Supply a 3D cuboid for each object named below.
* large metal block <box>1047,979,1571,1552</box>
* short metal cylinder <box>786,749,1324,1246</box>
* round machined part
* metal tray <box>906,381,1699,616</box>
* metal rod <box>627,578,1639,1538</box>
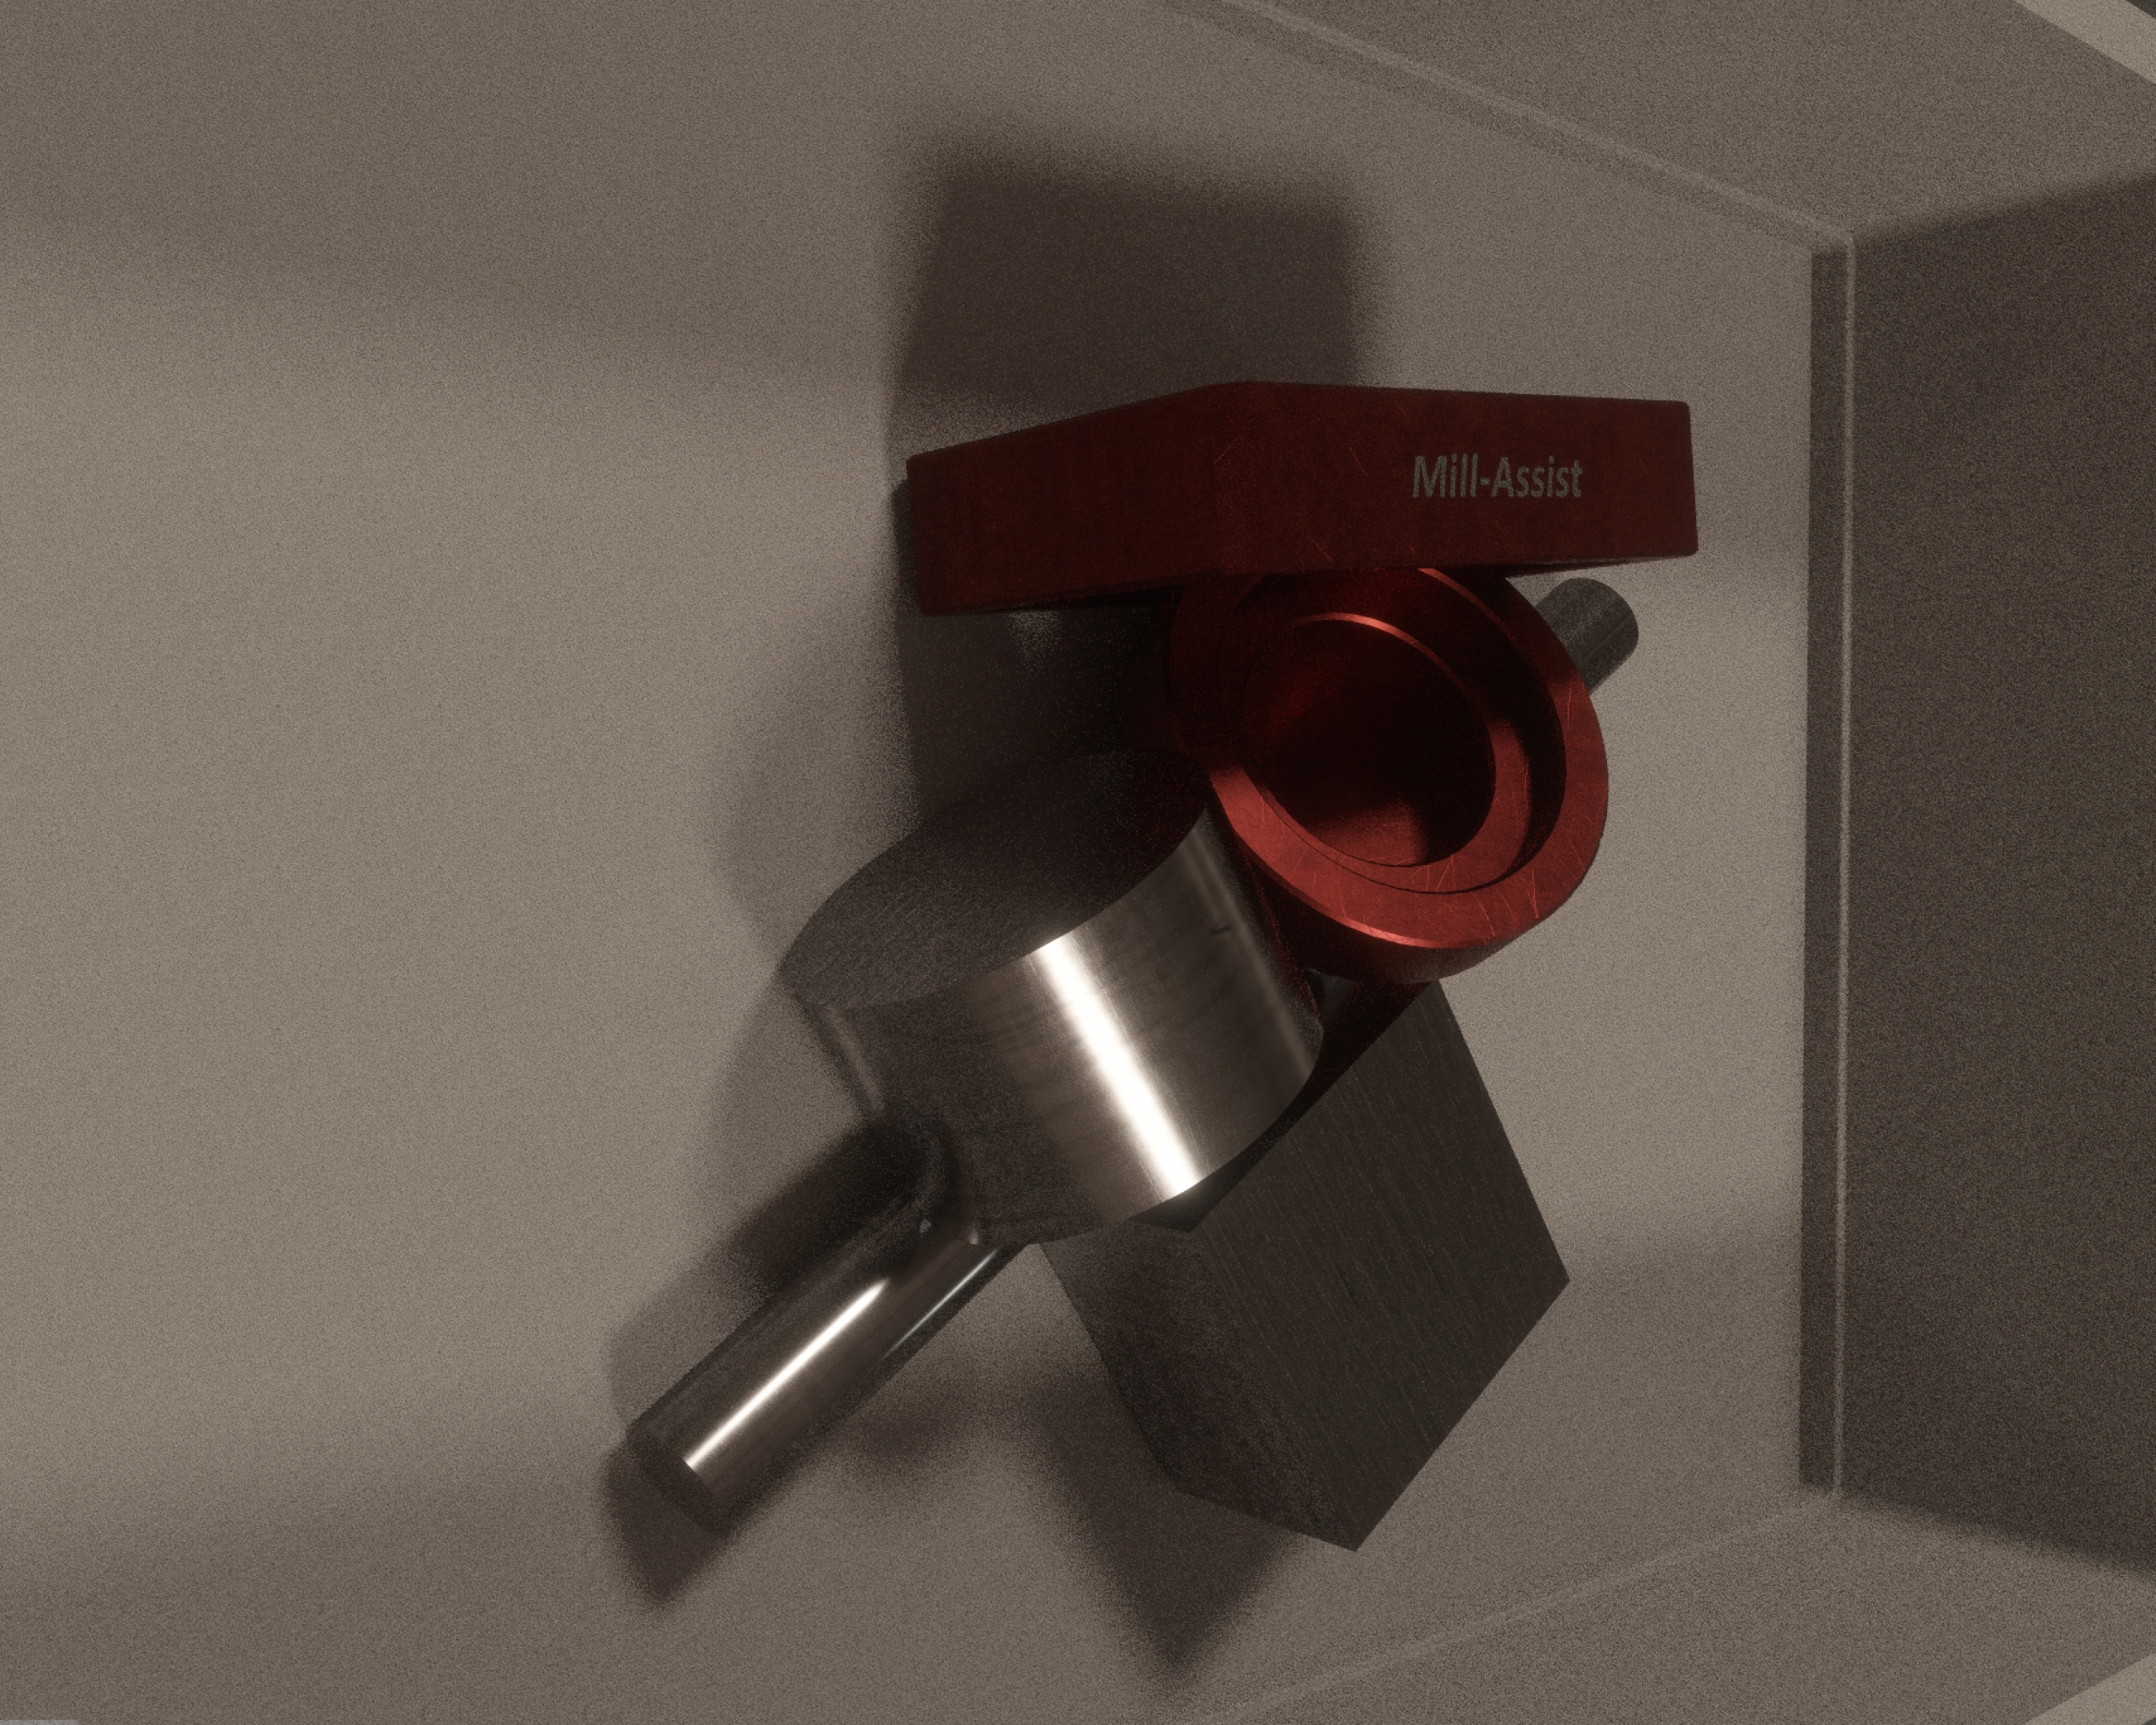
[{"bbox_3d":[0.046,0.078,0.428,0.080,0.050,0.080,-40,115,-33],"label":"large metal block"},{"bbox_3d":[-0.004,0.022,0.368,0.080,0.080,0.050,-41,115,-33],"label":"short metal cylinder"},{"bbox_3d":[0.054,-0.020,0.423,0.099,0.042,0.098,10,62,-20],"label":"round machined part"},{"bbox_3d":[0.045,-0.068,0.400,0.131,0.090,0.030,-9,96,-40],"label":"metal tray"},{"bbox_3d":[0.030,0.022,0.432,0.302,0.025,0.025,-40,115,-33],"label":"metal rod"}]
